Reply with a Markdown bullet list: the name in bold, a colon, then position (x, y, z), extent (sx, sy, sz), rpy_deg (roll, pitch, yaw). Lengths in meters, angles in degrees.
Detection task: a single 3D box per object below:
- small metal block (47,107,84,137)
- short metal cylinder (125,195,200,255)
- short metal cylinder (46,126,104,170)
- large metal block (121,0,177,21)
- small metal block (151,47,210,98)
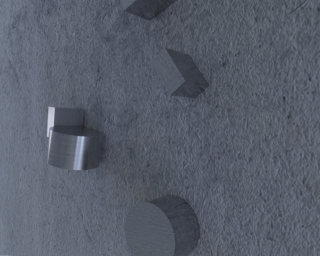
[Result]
- **small metal block**: position (-0.158, -0.009, 0.517), extent (0.025, 0.050, 0.050), rpy_deg (9, 96, 48)
- **short metal cylinder**: position (0.002, 0.128, 0.387), extent (0.080, 0.050, 0.080), rpy_deg (0, 90, 40)
- **short metal cylinder**: position (-0.130, 0.029, 0.477), extent (0.080, 0.081, 0.050), rpy_deg (15, 100, 39)
- **large metal block**: position (-0.011, -0.200, 0.398), extent (0.080, 0.050, 0.080), rpy_deg (-25, 75, 37)
- **small metal block**: position (0.025, -0.064, 0.368), extent (0.025, 0.050, 0.050), rpy_deg (-42, 65, 32)
